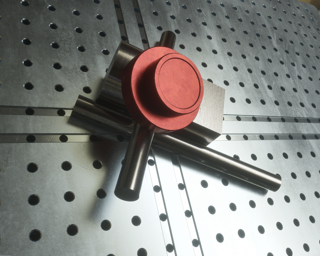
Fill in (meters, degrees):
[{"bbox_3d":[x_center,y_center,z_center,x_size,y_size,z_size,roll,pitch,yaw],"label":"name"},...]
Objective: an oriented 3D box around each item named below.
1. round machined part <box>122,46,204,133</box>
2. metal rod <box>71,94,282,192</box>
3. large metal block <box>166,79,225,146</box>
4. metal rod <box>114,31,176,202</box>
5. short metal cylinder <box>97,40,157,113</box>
[{"bbox_3d":[0.010,-0.045,0.347,0.099,0.042,0.097,7,78,-34],"label":"round machined part"},{"bbox_3d":[0.033,0.026,0.411,0.302,0.025,0.025,22,53,-15],"label":"metal rod"},{"bbox_3d":[0.040,-0.027,0.427,0.080,0.050,0.080,23,53,-15],"label":"large metal block"},{"bbox_3d":[-0.009,-0.042,0.405,0.025,0.025,0.300,25,45,-13],"label":"metal rod"},{"bbox_3d":[-0.041,-0.063,0.389,0.050,0.080,0.080,23,53,-15],"label":"short metal cylinder"}]
